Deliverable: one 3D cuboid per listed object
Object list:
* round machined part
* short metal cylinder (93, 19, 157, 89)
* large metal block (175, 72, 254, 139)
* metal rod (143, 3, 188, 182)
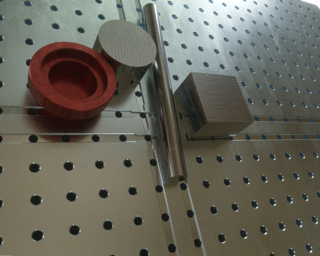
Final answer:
[{"bbox_3d":[-0.106,-0.052,0.372,0.099,0.042,0.098,14,56,-21],"label":"round machined part"},{"bbox_3d":[-0.052,-0.101,0.426,0.081,0.050,0.080,14,56,-21],"label":"short metal cylinder"},{"bbox_3d":[0.077,-0.031,0.453,0.081,0.050,0.080,0,62,-28],"label":"large metal block"},{"bbox_3d":[0.003,-0.069,0.450,0.025,0.025,0.299,6,59,-25],"label":"metal rod"}]
